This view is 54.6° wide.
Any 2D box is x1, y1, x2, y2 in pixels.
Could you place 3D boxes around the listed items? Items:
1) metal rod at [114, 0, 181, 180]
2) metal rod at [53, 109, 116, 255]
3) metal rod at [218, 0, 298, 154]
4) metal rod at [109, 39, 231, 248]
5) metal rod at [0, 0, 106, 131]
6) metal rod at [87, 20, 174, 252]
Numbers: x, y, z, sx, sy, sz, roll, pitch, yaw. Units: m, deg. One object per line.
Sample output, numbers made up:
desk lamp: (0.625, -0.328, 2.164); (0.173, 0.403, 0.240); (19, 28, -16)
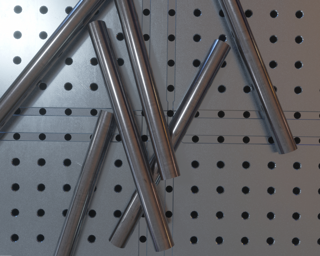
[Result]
metal rod: (-0.025, -0.082, 0.398); (0.025, 0.025, 0.299); (-15, 84, 0)
metal rod: (-0.113, 0.121, 0.412); (0.025, 0.025, 0.299); (18, 90, 0)
metal rod: (0.116, -0.108, 0.413); (0.025, 0.025, 0.299); (-22, 90, 0)
metal rod: (0.013, 0.021, 0.413); (0.025, 0.025, 0.299); (28, 90, 0)
metal rod: (-0.169, -0.071, 0.412); (0.025, 0.025, 0.300); (39, 90, 0)
metal rod: (-0.039, 0.004, 0.395); (0.025, 0.025, 0.299); (-18, 83, 0)
